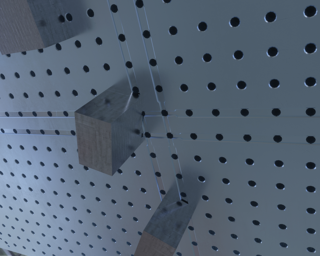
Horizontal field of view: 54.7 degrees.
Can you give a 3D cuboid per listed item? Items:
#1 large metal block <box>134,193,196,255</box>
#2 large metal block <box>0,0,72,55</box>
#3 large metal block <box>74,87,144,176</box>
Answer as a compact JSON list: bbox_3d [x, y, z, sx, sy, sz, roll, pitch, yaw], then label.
[{"bbox_3d":[0.006,0.161,0.471,0.050,0.080,0.079,27,128,11],"label":"large metal block"},{"bbox_3d":[-0.173,-0.144,0.395,0.080,0.050,0.080,0,119,28],"label":"large metal block"},{"bbox_3d":[-0.064,0.002,0.409,0.050,0.080,0.079,17,125,18],"label":"large metal block"}]
